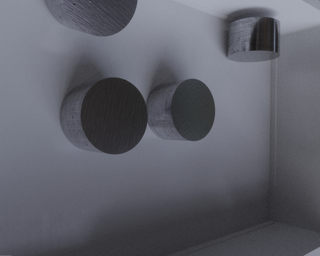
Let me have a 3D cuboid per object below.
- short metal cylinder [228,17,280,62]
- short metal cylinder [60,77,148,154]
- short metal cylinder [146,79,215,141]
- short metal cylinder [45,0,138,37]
[{"bbox_3d":[0.150,-0.139,0.496,0.081,0.080,0.050,1,90,-40],"label":"short metal cylinder"},{"bbox_3d":[-0.061,-0.013,0.339,0.081,0.050,0.080,0,90,-40],"label":"short metal cylinder"},{"bbox_3d":[0.028,-0.023,0.413,0.081,0.050,0.080,0,90,-40],"label":"short metal cylinder"},{"bbox_3d":[-0.070,-0.137,0.315,0.081,0.050,0.079,-18,121,-33],"label":"short metal cylinder"}]
